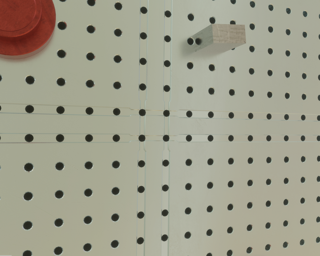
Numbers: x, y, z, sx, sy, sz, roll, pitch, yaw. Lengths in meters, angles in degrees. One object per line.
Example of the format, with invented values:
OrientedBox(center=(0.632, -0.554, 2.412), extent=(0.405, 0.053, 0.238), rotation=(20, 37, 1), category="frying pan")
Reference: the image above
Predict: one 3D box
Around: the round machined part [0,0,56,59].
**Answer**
OrientedBox(center=(-0.167, -0.129, 0.342), extent=(0.099, 0.042, 0.097), rotation=(0, 90, -21), category="round machined part")

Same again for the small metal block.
OrientedBox(center=(0.083, -0.124, 0.431), extent=(0.050, 0.050, 0.025), rotation=(-6, 92, -20), category="small metal block")
